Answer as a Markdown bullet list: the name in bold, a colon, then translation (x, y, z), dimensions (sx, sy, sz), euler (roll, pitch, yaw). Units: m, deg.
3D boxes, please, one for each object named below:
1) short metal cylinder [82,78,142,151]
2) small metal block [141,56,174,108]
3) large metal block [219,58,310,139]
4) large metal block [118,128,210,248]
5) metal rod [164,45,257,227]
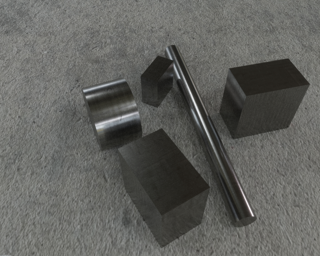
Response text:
- **short metal cylinder**: translation (-0.060, -0.017, 0.381), dimensions (0.050, 0.080, 0.080), euler (-18, 52, -14)
- **small metal block**: translation (-0.003, -0.066, 0.443), dimensions (0.025, 0.050, 0.050), euler (21, 53, 17)
- **large metal block**: translation (0.129, -0.036, 0.399), dimensions (0.081, 0.080, 0.050), euler (-11, 51, -9)
- **large metal block**: translation (0.002, 0.062, 0.316), dimensions (0.050, 0.080, 0.080), euler (-25, 55, -20)
- **metal rod**: translation (0.054, -0.014, 0.415), dimensions (0.025, 0.025, 0.300), euler (-10, 51, -9)
